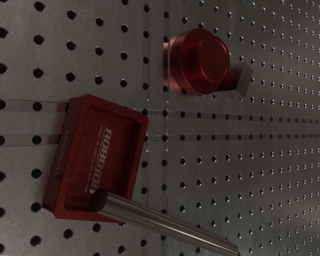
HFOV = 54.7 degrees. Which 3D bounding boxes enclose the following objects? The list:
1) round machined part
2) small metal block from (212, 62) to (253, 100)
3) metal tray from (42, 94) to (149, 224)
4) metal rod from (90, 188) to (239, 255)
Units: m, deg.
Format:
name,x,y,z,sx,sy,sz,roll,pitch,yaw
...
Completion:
name,x,y,z,sx,sy,sz,roll,pitch,yaw
round machined part,0.066,-0.098,0.456,0.099,0.042,0.097,0,90,-40
small metal block,0.113,-0.073,0.490,0.025,0.050,0.050,33,70,-36
metal tray,-0.068,0.036,0.350,0.091,0.030,0.129,19,78,-39
metal rod,0.028,0.137,0.411,0.301,0.025,0.025,36,68,-42
